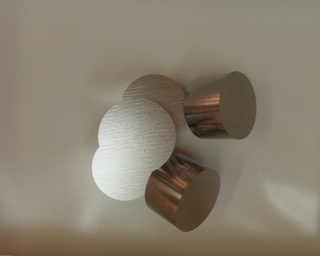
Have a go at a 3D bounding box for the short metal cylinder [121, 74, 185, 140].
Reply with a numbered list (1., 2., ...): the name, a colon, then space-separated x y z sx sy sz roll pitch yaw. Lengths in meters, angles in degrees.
1. short metal cylinder: -0.007 -0.025 0.397 0.081 0.050 0.079 0 90 -1

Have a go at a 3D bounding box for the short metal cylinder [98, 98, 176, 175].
1. short metal cylinder: -0.024 0.008 0.346 0.081 0.050 0.079 0 90 -1

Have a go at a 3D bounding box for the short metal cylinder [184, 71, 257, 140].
1. short metal cylinder: 0.075 -0.026 0.378 0.081 0.050 0.079 2 88 -44

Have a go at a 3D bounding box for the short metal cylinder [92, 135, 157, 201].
1. short metal cylinder: -0.042 0.047 0.397 0.081 0.050 0.079 0 90 -1

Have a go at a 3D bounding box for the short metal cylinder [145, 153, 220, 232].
1. short metal cylinder: 0.028 0.077 0.376 0.050 0.080 0.080 24 90 40
